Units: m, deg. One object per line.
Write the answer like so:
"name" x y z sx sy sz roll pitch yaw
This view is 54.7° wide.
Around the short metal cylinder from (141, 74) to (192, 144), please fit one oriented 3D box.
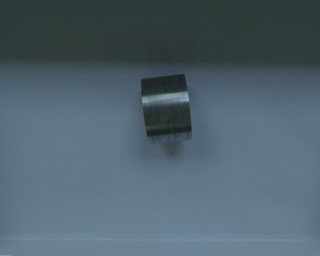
"short metal cylinder" 0.008 -0.023 0.374 0.050 0.080 0.079 -7 110 2
